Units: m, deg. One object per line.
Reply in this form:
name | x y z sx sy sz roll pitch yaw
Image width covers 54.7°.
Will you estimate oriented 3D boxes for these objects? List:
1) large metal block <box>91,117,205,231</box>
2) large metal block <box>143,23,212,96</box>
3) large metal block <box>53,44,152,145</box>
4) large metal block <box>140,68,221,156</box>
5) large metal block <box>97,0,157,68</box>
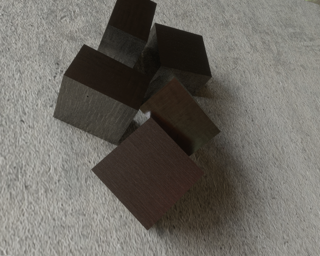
large metal block | -0.014 0.049 0.332 0.080 0.050 0.080 -42 86 -15
large metal block | 0.023 -0.100 0.461 0.081 0.050 0.080 7 59 -25
large metal block | -0.067 -0.034 0.352 0.080 0.080 0.050 26 53 -11
large metal block | 0.020 -0.021 0.374 0.080 0.050 0.080 48 10 -16
large metal block | -0.049 -0.125 0.418 0.050 0.080 0.080 21 54 -16
